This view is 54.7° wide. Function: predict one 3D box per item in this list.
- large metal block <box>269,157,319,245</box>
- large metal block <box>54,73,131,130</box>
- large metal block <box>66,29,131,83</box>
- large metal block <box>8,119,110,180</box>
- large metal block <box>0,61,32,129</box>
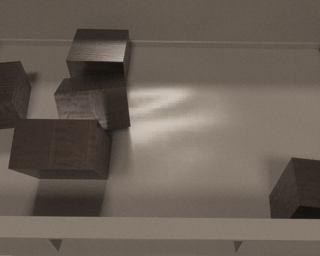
[{"bbox_3d":[0.162,0.077,0.307,0.080,0.080,0.050,6,50,4],"label":"large metal block"},{"bbox_3d":[-0.083,-0.034,0.396,0.081,0.050,0.080,-7,22,-6],"label":"large metal block"},{"bbox_3d":[-0.091,-0.109,0.479,0.081,0.050,0.080,2,50,1],"label":"large metal block"},{"bbox_3d":[-0.103,0.026,0.337,0.081,0.080,0.050,1,74,0],"label":"large metal block"},{"bbox_3d":[-0.229,-0.043,0.422,0.081,0.050,0.080,-6,50,-6],"label":"large metal block"}]
